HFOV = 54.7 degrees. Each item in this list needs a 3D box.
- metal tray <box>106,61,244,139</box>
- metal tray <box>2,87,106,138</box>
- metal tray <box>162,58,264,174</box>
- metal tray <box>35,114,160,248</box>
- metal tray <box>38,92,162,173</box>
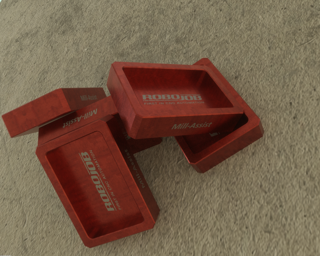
[{"bbox_3d":[0.017,-0.034,0.345,0.131,0.030,0.090,-4,46,-28],"label":"metal tray"},{"bbox_3d":[-0.136,-0.025,0.429,0.090,0.130,0.030,-22,92,15],"label":"metal tray"},{"bbox_3d":[0.053,-0.020,0.385,0.090,0.030,0.130,-33,52,6],"label":"metal tray"},{"bbox_3d":[-0.068,0.061,0.346,0.090,0.030,0.129,-23,98,15],"label":"metal tray"},{"bbox_3d":[-0.074,0.010,0.395,0.130,0.090,0.030,-22,54,14],"label":"metal tray"}]
